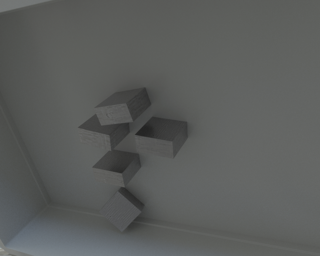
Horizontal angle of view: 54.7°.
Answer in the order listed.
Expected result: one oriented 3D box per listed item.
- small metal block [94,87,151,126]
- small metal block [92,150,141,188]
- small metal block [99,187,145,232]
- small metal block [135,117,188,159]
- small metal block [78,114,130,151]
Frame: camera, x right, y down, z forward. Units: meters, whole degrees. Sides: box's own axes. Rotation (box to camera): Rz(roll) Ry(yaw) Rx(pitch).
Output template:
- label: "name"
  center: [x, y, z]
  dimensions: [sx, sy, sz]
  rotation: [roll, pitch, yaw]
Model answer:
- label: "small metal block"
  center: [-0.047, -0.028, 0.398]
  dimensions: [0.050, 0.050, 0.025]
  rotation: [-6, 116, 30]
- label: "small metal block"
  center: [-0.063, 0.058, 0.460]
  dimensions: [0.050, 0.050, 0.025]
  rotation: [7, 122, 24]
- label: "small metal block"
  center: [-0.062, 0.132, 0.509]
  dimensions: [0.050, 0.025, 0.050]
  rotation: [42, 104, -1]
- label: "small metal block"
  center: [0.003, 0.011, 0.397]
  dimensions: [0.050, 0.050, 0.025]
  rotation: [9, 122, 23]
- label: "small metal block"
  center: [-0.077, 0.003, 0.434]
  dimensions: [0.050, 0.050, 0.025]
  rotation: [12, 124, 21]
